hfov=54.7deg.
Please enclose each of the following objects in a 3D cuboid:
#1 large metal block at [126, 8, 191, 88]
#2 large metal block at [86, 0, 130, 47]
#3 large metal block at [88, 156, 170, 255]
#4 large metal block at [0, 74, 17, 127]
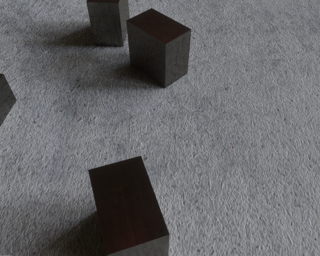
[{"bbox_3d":[-0.002,-0.121,0.469,0.050,0.080,0.080,-37,59,-27],"label":"large metal block"},{"bbox_3d":[-0.085,-0.198,0.533,0.050,0.080,0.080,4,50,3],"label":"large metal block"},{"bbox_3d":[-0.029,0.087,0.294,0.050,0.080,0.080,-15,52,-12],"label":"large metal block"},{"bbox_3d":[-0.255,-0.030,0.411,0.080,0.050,0.080,6,50,5],"label":"large metal block"}]
